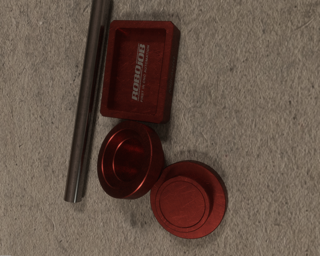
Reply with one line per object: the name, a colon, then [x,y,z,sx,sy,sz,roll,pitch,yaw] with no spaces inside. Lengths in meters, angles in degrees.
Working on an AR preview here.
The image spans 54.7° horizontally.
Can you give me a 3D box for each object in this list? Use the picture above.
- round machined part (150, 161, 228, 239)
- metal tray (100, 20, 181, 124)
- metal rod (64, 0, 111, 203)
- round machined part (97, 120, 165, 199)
round machined part: [0.033,0.091,0.388,0.098,0.042,0.097,0,90,19]
metal tray: [-0.027,-0.075,0.414,0.090,0.030,0.129,8,93,19]
metal rod: [-0.104,-0.042,0.444,0.025,0.025,0.298,10,93,19]
round machined part: [-0.033,0.042,0.397,0.098,0.042,0.098,-15,67,38]
